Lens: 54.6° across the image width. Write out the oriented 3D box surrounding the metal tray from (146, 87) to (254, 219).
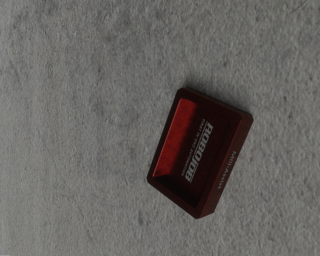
[{"bbox_3d":[0.042,0.028,0.367,0.090,0.030,0.129,31,109,36],"label":"metal tray"}]
